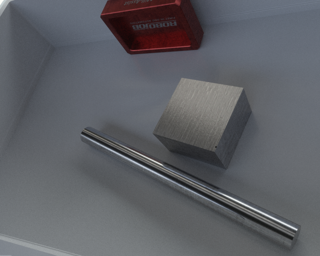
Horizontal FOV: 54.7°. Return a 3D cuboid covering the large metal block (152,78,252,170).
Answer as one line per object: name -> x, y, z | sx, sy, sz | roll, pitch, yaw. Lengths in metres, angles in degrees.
large metal block -> 0.051, -0.007, 0.366 | 0.080, 0.050, 0.080 | 16, 70, 34

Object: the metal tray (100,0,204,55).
metal tray -> -0.011, -0.154, 0.462 | 0.130, 0.090, 0.030 | 4, 64, 29

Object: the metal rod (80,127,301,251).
metal rod -> 0.008, 0.055, 0.366 | 0.300, 0.025, 0.025 | 21, 73, 35
